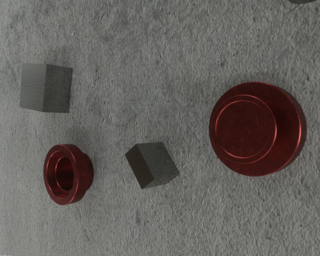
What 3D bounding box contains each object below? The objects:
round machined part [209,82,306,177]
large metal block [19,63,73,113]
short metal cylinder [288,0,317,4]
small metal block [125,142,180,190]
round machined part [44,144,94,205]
[{"bbox_3d":[0.092,0.001,0.317,0.098,0.042,0.097,0,90,39],"label":"round machined part"},{"bbox_3d":[-0.205,-0.072,0.554,0.080,0.050,0.079,11,97,39],"label":"large metal block"},{"bbox_3d":[0.134,-0.152,0.258,0.080,0.081,0.050,-31,71,35],"label":"short metal cylinder"},{"bbox_3d":[-0.009,0.046,0.394,0.025,0.050,0.050,-43,64,31],"label":"small metal block"},{"bbox_3d":[-0.148,0.075,0.513,0.098,0.042,0.097,0,90,39],"label":"round machined part"}]
